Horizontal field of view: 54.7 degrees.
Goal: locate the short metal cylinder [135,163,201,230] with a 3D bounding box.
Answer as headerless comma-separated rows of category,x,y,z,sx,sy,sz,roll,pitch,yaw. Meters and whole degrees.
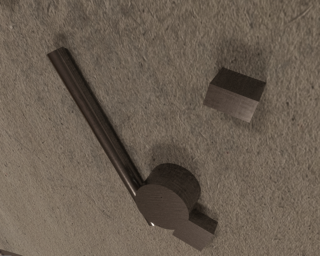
short metal cylinder,0.012,0.097,0.443,0.080,0.050,0.079,13,124,21

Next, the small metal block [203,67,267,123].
small metal block,0.079,-0.036,0.326,0.050,0.050,0.025,23,127,14

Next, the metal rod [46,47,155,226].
metal rod,-0.074,0.023,0.458,0.025,0.025,0.299,-16,111,34

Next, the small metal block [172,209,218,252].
small metal block,0.053,0.154,0.473,0.050,0.025,0.050,28,128,9
